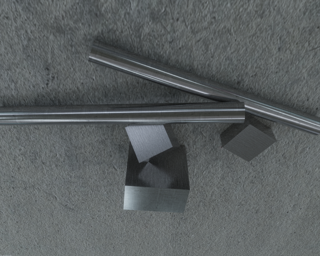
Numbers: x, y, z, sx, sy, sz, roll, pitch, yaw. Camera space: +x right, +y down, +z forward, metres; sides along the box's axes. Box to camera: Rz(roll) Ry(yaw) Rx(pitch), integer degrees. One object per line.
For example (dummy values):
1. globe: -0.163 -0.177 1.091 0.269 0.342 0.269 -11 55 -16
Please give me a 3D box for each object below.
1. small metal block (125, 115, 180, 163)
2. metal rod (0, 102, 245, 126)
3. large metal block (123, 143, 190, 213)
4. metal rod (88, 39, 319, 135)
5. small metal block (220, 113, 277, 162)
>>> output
1. small metal block: -0.010 0.012 0.398 0.050 0.050 0.025 -28 167 21
2. metal rod: -0.053 -0.017 0.374 0.302 0.025 0.025 0 130 6
3. large metal block: -0.006 0.067 0.428 0.081 0.080 0.050 5 130 -5
4. metal rod: 0.067 -0.043 0.371 0.302 0.025 0.025 16 128 -14
5. small metal block: 0.119 0.013 0.421 0.050 0.025 0.050 29 124 -23
